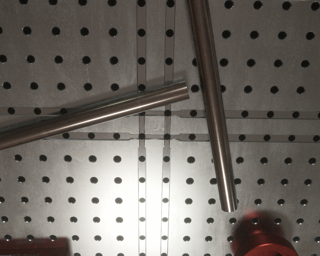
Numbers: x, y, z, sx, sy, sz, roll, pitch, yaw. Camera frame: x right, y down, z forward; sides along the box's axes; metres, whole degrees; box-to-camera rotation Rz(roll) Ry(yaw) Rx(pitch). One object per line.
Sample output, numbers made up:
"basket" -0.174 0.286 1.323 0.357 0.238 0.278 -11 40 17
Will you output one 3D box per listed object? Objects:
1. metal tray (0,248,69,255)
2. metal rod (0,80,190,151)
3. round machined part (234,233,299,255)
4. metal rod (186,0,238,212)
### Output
"metal tray" -0.210 0.240 0.496 0.131 0.030 0.089 -2 110 0
"metal rod" -0.110 -0.010 0.408 0.301 0.025 0.025 -15 110 5
"round machined part" 0.163 0.205 0.482 0.099 0.042 0.097 0 110 -1
"metal rod" 0.072 -0.020 0.407 0.025 0.025 0.298 -11 110 4
